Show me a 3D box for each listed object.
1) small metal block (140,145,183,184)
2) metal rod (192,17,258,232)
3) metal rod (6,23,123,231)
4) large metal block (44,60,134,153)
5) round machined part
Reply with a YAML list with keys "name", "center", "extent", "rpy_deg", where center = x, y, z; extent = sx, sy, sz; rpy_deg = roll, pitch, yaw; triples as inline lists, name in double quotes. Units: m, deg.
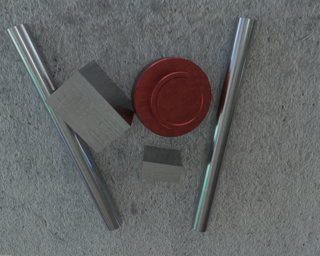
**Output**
- name: "small metal block"
  center: [0.002, 0.048, 0.414]
  extent: [0.050, 0.050, 0.025]
  rpy_deg: [9, 110, -4]
- name: "metal rod"
  center: [0.081, 0.010, 0.414]
  extent: [0.025, 0.025, 0.298]
  rpy_deg: [7, 110, -3]
- name: "metal rod"
  center: [-0.118, 0.013, 0.412]
  extent: [0.025, 0.025, 0.298]
  rpy_deg: [-19, 109, 6]
- name: "large metal block"
  center: [-0.077, -0.029, 0.369]
  extent: [0.050, 0.080, 0.080]
  rpy_deg: [-39, 106, 13]
- name: "round machined part"
  center: [0.017, -0.035, 0.375]
  extent: [0.099, 0.042, 0.097]
  rpy_deg: [-4, 105, -15]
